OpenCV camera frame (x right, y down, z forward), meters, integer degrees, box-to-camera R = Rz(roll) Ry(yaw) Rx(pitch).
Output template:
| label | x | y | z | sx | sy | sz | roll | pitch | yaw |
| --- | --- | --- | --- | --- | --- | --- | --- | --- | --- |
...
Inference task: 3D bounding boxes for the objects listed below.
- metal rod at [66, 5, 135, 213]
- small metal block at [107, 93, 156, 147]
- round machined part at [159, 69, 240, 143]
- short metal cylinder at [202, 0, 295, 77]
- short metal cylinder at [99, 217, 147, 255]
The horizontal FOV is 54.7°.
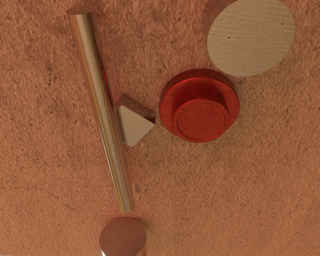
| label | x | y | z | sx | sy | sz | roll | pitch | yaw |
| --- | --- | --- | --- | --- | --- | --- | --- | --- | --- |
| metal rod | -0.061 | 0.006 | 0.378 | 0.025 | 0.025 | 0.298 | -4 | 130 | 3 |
| small metal block | -0.041 | -0.009 | 0.399 | 0.050 | 0.025 | 0.050 | 31 | 124 | -24 |
| round machined part | 0.048 | -0.020 | 0.380 | 0.099 | 0.042 | 0.097 | 0 | 130 | 0 |
| short metal cylinder | 0.084 | -0.098 | 0.308 | 0.081 | 0.050 | 0.079 | 0 | 130 | 0 |
| short metal cylinder | -0.063 | 0.206 | 0.546 | 0.080 | 0.080 | 0.050 | -1 | 130 | 1 |
